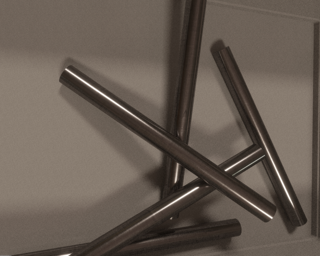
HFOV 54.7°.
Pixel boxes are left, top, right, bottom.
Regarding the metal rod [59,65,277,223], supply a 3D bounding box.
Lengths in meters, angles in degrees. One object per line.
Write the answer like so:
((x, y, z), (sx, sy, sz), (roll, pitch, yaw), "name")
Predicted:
((0.011, 0.020, 0.376), (0.301, 0.025, 0.025), (35, 78, -2), "metal rod")

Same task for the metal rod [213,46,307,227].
((0.155, 0.019, 0.469), (0.025, 0.025, 0.299), (-31, 100, -18), "metal rod")

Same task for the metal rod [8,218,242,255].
((-0.029, 0.151, 0.400), (0.303, 0.025, 0.025), (-2, 91, -21), "metal rod")

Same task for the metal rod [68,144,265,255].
((0.008, 0.100, 0.382), (0.302, 0.025, 0.025), (-28, 100, -17), "metal rod")

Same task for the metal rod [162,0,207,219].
((0.030, -0.028, 0.393), (0.025, 0.025, 0.298), (3, 100, -20), "metal rod")
